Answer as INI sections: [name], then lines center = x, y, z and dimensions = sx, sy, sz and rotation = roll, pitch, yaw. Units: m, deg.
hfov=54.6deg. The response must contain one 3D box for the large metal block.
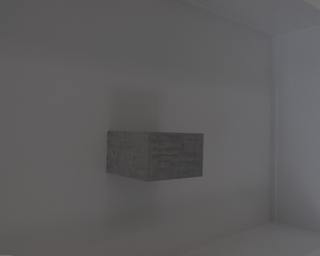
[large metal block]
center = -0.007, 0.030, 0.364
dimensions = 0.081, 0.080, 0.050
rotation = 3, 89, -40
